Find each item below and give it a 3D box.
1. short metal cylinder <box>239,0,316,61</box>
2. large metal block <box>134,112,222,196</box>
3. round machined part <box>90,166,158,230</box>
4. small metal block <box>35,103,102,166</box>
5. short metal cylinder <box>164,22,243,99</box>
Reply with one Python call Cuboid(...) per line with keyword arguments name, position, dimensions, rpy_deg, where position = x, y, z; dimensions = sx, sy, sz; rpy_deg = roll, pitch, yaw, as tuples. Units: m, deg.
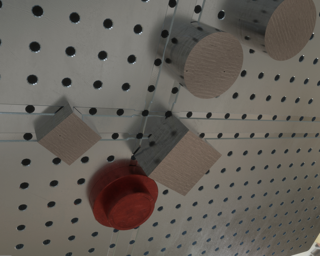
Cuboid(name="short metal cylinder", position=(0.149, -0.133, 0.397), dimensions=(0.081, 0.050, 0.079), rpy_deg=(-14, 124, -21))
Cuboid(name="large metal block", position=(0.025, 0.038, 0.435), dimensions=(0.080, 0.050, 0.080), rpy_deg=(-49, 129, 6))
Cuboid(name="round machined part", position=(-0.047, 0.106, 0.442), dimensions=(0.099, 0.042, 0.097), rpy_deg=(-14, 125, -21))
Cuboid(name="small metal block", position=(-0.106, 0.008, 0.359), dimensions=(0.050, 0.025, 0.050), rpy_deg=(-41, 130, -1))
Cuboid(name="short metal cylinder", position=(0.052, -0.082, 0.375), dimensions=(0.081, 0.050, 0.079), rpy_deg=(-14, 125, -21))
